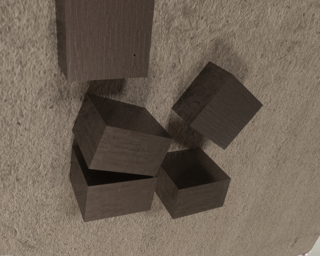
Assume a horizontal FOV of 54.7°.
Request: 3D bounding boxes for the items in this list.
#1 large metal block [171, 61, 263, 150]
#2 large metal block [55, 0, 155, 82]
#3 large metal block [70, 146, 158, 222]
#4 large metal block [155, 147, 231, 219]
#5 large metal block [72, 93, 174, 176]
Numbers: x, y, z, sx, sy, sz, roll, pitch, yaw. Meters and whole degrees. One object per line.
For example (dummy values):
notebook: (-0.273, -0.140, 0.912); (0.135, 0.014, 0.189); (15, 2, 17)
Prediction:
large metal block: (0.077, -0.029, 0.417); (0.080, 0.050, 0.080); (32, 100, -39)
large metal block: (-0.055, -0.094, 0.303); (0.081, 0.050, 0.079); (-8, 122, -25)
large metal block: (-0.060, 0.061, 0.378); (0.081, 0.080, 0.050); (-3, 120, -28)
large metal block: (0.039, 0.075, 0.441); (0.081, 0.080, 0.050); (-6, 121, -26)
large metal block: (-0.045, 0.007, 0.352); (0.081, 0.080, 0.050); (13, 112, -34)
